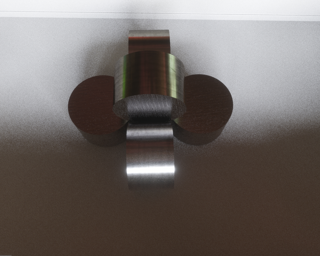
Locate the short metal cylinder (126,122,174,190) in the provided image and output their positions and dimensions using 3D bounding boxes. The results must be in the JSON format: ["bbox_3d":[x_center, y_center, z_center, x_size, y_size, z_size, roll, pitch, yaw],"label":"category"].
[{"bbox_3d":[-0.011,0.033,0.366,0.050,0.080,0.080,-2,70,-1],"label":"short metal cylinder"}]

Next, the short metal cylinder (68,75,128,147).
[{"bbox_3d":[-0.072,-0.021,0.401,0.081,0.050,0.080,0,70,0],"label":"short metal cylinder"}]

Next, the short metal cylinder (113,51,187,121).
[{"bbox_3d":[-0.012,-0.043,0.347,0.081,0.080,0.050,-1,70,-1],"label":"short metal cylinder"}]

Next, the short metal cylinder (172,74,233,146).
[{"bbox_3d":[0.049,-0.022,0.402,0.081,0.050,0.080,0,70,0],"label":"short metal cylinder"}]

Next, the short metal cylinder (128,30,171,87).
[{"bbox_3d":[-0.013,-0.088,0.410,0.050,0.080,0.080,-2,70,-1],"label":"short metal cylinder"}]
